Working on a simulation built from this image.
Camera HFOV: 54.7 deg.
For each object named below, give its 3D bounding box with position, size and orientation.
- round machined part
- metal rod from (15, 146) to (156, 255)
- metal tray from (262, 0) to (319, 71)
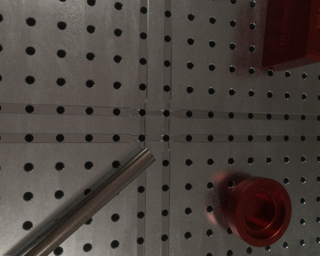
[{"bbox_3d":[0.141,0.120,0.458,0.099,0.042,0.097,0,90,-21],"label":"round machined part"},{"bbox_3d":[-0.124,0.127,0.367,0.301,0.025,0.025,-40,103,-16],"label":"metal rod"},{"bbox_3d":[0.197,-0.155,0.452,0.030,0.090,0.129,7,88,-20],"label":"metal tray"}]
